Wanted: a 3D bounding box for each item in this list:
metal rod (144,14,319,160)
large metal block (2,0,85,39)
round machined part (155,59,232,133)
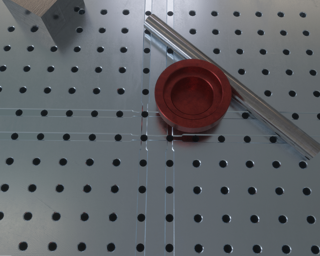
[{"bbox_3d":[0.093,-0.065,0.435,0.300,0.025,0.025,42,75,13],"label":"metal rod"},{"bbox_3d":[-0.176,-0.196,0.469,0.080,0.050,0.080,31,73,10],"label":"large metal block"},{"bbox_3d":[0.043,-0.040,0.416,0.099,0.042,0.098,-1,71,2],"label":"round machined part"}]
